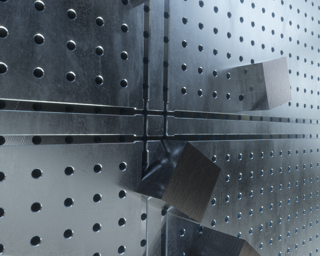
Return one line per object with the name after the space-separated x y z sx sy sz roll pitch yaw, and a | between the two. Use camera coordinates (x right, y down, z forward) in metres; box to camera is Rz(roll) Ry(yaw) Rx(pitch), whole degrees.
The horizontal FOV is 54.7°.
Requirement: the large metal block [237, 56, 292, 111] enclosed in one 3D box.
0.188 -0.079 0.554 0.081 0.050 0.079 -20 103 -39 | large metal block

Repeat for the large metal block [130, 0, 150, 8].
-0.012 -0.201 0.365 0.050 0.080 0.080 -47 118 -30 | large metal block

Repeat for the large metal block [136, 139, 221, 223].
0.028 0.071 0.419 0.080 0.050 0.080 39 66 -34 | large metal block

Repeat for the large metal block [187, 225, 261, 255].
0.085 0.199 0.448 0.050 0.080 0.080 48 61 -30 | large metal block
